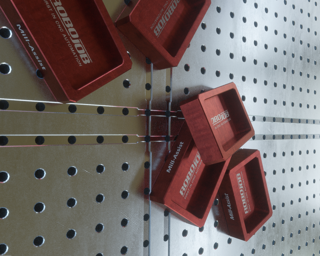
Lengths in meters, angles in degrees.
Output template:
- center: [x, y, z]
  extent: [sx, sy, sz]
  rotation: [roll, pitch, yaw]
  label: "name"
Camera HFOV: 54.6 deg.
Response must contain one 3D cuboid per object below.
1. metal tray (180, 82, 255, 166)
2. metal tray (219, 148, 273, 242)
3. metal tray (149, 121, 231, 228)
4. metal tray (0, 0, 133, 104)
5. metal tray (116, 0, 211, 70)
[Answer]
- center: [0.087, -0.011, 0.441]
  extent: [0.131, 0.030, 0.090]
  rotation: [-25, 92, -53]
  label: "metal tray"
- center: [0.144, 0.111, 0.524]
  extent: [0.091, 0.030, 0.129]
  rotation: [-26, 106, -37]
  label: "metal tray"
- center: [0.049, 0.064, 0.445]
  extent: [0.090, 0.030, 0.130]
  rotation: [41, 65, -32]
  label: "metal tray"
- center: [-0.095, -0.102, 0.325]
  extent: [0.090, 0.030, 0.130]
  rotation: [-39, 114, -33]
  label: "metal tray"
- center: [0.010, -0.155, 0.412]
  extent: [0.090, 0.030, 0.130]
  rotation: [41, 65, -32]
  label: "metal tray"
